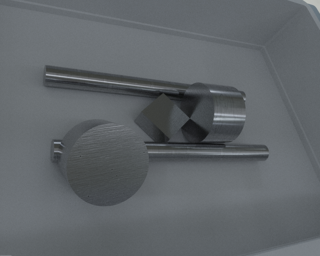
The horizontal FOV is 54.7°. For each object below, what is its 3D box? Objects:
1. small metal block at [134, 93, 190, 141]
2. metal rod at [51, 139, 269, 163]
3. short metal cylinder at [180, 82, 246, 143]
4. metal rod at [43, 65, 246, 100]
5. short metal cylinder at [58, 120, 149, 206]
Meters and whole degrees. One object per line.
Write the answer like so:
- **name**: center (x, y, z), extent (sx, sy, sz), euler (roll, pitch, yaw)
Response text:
- **small metal block**: center (0.003, -0.011, 0.413), extent (0.050, 0.025, 0.050), euler (44, 51, 2)
- **metal rod**: center (0.020, 0.031, 0.397), extent (0.303, 0.025, 0.025), euler (3, 61, -27)
- **short metal cylinder**: center (0.069, -0.019, 0.420), extent (0.050, 0.080, 0.080), euler (2, 61, -28)
- **metal rod**: center (-0.003, -0.055, 0.437), extent (0.303, 0.025, 0.025), euler (3, 61, -27)
- **short metal cylinder**: center (-0.058, 0.033, 0.315), extent (0.081, 0.050, 0.079), euler (-3, 97, -27)
